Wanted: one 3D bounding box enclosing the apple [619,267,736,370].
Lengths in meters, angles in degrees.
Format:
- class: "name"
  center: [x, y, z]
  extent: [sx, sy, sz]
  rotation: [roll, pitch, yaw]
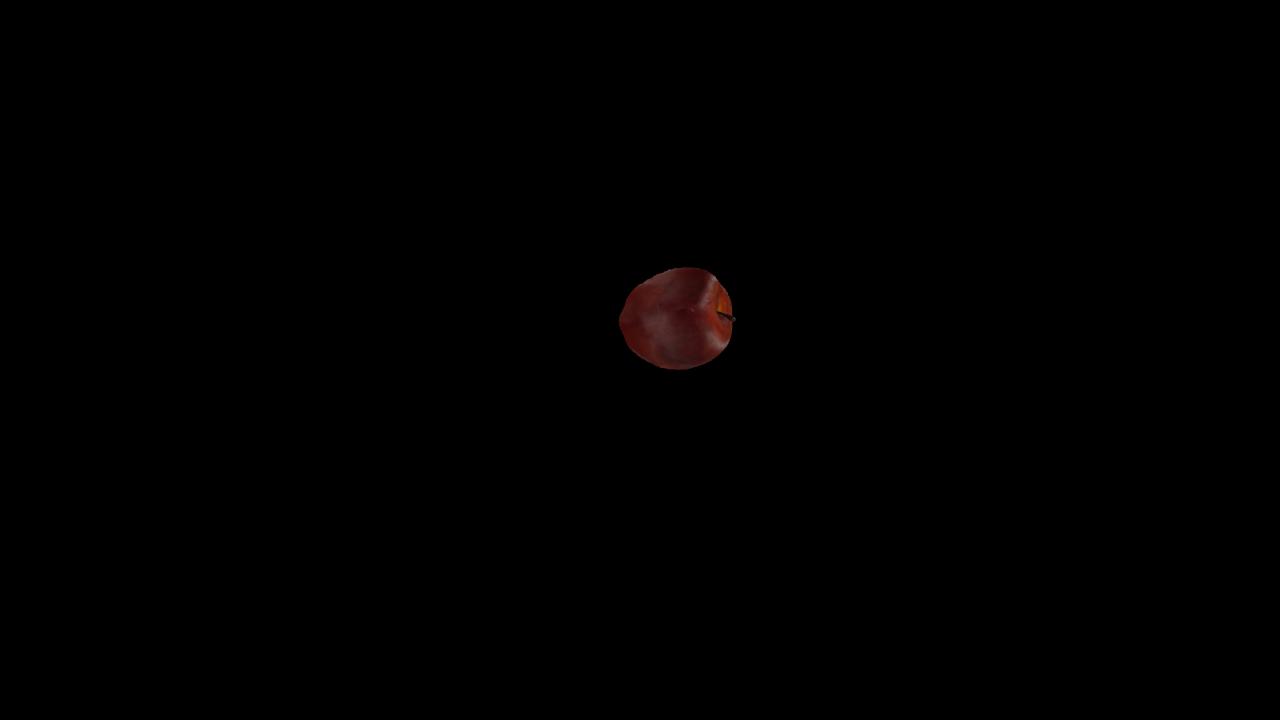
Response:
- class: "apple"
  center: [0.030, -0.031, 0.484]
  extent: [0.093, 0.079, 0.079]
  rotation: [-4, -2, 30]
